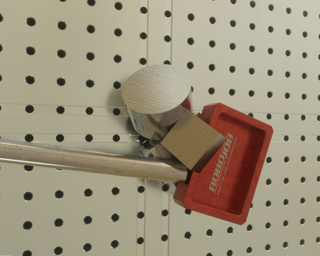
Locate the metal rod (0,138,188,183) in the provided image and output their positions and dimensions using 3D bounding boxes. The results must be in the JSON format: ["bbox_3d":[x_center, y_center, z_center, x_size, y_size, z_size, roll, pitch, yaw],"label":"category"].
[{"bbox_3d":[-0.119,0.031,0.338,0.302,0.025,0.025,8,87,-9],"label":"metal rod"}]

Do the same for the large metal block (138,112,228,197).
[{"bbox_3d":[0.032,0.035,0.411,0.080,0.050,0.080,-37,102,-17],"label":"large metal block"}]

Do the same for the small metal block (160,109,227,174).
[{"bbox_3d":[0.038,0.015,0.350,0.050,0.050,0.025,-53,147,5],"label":"small metal block"}]

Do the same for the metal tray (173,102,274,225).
[{"bbox_3d":[0.080,0.044,0.385,0.091,0.030,0.129,22,82,-19],"label":"metal tray"}]

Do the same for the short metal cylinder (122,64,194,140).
[{"bbox_3d":[-0.001,-0.032,0.377,0.080,0.080,0.050,-37,145,-17],"label":"short metal cylinder"}]
